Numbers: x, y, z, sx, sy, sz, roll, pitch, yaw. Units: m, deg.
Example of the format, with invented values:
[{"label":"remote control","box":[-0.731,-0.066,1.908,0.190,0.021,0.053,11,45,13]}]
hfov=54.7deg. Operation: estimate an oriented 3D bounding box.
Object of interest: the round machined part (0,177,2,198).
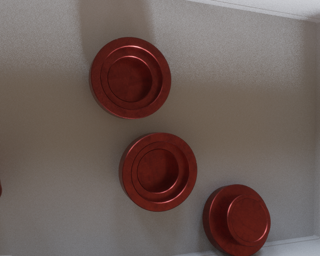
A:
[{"label":"round machined part","box":[-0.213,0.055,0.304,0.099,0.097,0.042,-17,57,-19]}]

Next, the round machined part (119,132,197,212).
[{"label":"round machined part","box":[-0.005,0.054,0.400,0.099,0.042,0.097,0,90,-20]}]

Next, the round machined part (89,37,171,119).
[{"label":"round machined part","box":[-0.039,-0.060,0.387,0.099,0.042,0.097,0,90,-20]}]

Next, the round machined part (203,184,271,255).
[{"label":"round machined part","box":[0.113,0.128,0.431,0.099,0.042,0.098,6,73,-19]}]
